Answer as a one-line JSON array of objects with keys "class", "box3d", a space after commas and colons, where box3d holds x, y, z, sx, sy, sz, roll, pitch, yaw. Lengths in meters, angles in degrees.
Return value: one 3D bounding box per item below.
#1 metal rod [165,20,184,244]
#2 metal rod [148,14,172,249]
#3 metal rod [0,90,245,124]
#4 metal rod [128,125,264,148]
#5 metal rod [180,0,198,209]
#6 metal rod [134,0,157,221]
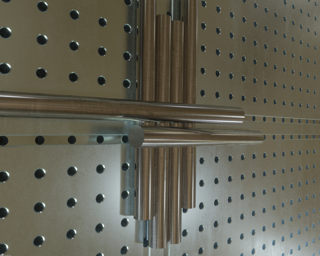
[{"class": "metal rod", "box3d": [0.019, 0.005, 0.425, 0.025, 0.025, 0.298, 1, 89, -40]}, {"class": "metal rod", "box3d": [0.000, 0.004, 0.407, 0.025, 0.025, 0.298, 2, 89, -40]}, {"class": "metal rod", "box3d": [-0.019, -0.020, 0.362, 0.302, 0.025, 0.025, 1, 90, -31]}, {"class": "metal rod", "box3d": [0.075, 0.013, 0.444, 0.302, 0.025, 0.025, 2, 89, -48]}, {"class": "metal rod", "box3d": [0.040, -0.038, 0.440, 0.025, 0.025, 0.298, 1, 89, -40]}, {"class": "metal rod", "box3d": [-0.019, -0.036, 0.391, 0.025, 0.025, 0.298, 1, 89, -40]}]
